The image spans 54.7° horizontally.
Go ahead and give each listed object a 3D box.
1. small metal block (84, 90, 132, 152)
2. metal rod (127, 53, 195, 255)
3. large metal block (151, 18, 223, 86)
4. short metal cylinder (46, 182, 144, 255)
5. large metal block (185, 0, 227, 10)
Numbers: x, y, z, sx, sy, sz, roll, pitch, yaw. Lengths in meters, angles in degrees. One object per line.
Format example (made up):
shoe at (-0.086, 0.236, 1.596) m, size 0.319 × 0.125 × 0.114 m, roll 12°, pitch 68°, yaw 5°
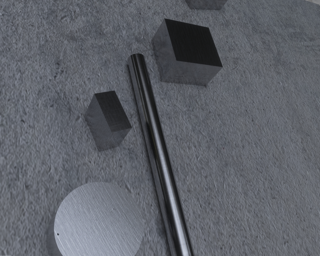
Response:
small metal block at (-0.062, -0.007, 0.359) m, size 0.025 × 0.050 × 0.050 m, roll -15°, pitch 70°, yaw -34°
metal rod at (-0.001, 0.033, 0.382) m, size 0.025 × 0.025 × 0.299 m, roll 0°, pitch 62°, yaw -28°
large metal block at (0.040, -0.115, 0.479) m, size 0.081 × 0.050 × 0.080 m, roll 1°, pitch 61°, yaw -28°
short metal cylinder at (-0.062, 0.098, 0.295) m, size 0.081 × 0.050 × 0.080 m, roll 14°, pitch 56°, yaw -21°
large metal block at (0.085, -0.279, 0.604) m, size 0.081 × 0.050 × 0.080 m, roll -13°, pitch 69°, yaw -34°
